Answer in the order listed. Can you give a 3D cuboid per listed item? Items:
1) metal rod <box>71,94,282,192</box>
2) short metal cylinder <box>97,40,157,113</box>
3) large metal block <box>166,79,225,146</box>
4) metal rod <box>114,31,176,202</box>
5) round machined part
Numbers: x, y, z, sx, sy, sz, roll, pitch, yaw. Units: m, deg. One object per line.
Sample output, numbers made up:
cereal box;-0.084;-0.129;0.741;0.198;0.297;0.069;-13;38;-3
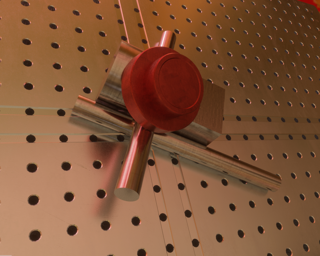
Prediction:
metal rod;0.033;0.026;0.411;0.302;0.025;0.025;22;53;-15
short metal cylinder;-0.041;-0.063;0.389;0.050;0.080;0.080;23;53;-15
large metal block;0.040;-0.027;0.427;0.080;0.050;0.080;23;53;-15
metal rod;-0.009;-0.042;0.405;0.025;0.025;0.300;25;45;-13
round machined part;0.010;-0.045;0.347;0.099;0.042;0.097;7;78;-34
